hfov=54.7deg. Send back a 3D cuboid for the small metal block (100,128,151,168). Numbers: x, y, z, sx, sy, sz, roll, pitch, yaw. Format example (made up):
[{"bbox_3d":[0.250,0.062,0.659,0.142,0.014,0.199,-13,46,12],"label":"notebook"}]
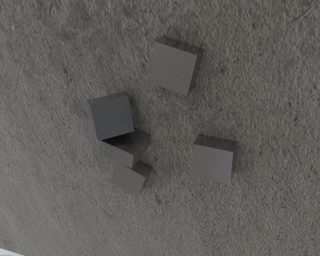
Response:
[{"bbox_3d":[-0.048,0.022,0.429,0.050,0.050,0.025,22,129,15],"label":"small metal block"}]

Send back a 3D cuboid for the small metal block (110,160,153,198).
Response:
[{"bbox_3d":[-0.044,0.072,0.475,0.050,0.025,0.050,29,128,9],"label":"small metal block"}]

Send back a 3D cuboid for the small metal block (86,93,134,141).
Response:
[{"bbox_3d":[-0.065,-0.016,0.409,0.025,0.050,0.050,-146,44,-60],"label":"small metal block"}]

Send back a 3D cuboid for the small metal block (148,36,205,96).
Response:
[{"bbox_3d":[0.018,-0.071,0.354,0.050,0.025,0.050,22,127,14],"label":"small metal block"}]

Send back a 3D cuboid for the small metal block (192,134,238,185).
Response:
[{"bbox_3d":[0.069,0.039,0.395,0.050,0.025,0.050,11,123,22],"label":"small metal block"}]
